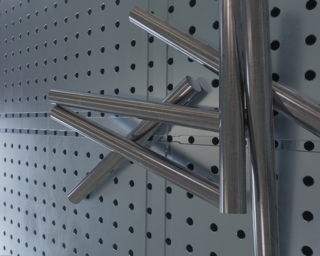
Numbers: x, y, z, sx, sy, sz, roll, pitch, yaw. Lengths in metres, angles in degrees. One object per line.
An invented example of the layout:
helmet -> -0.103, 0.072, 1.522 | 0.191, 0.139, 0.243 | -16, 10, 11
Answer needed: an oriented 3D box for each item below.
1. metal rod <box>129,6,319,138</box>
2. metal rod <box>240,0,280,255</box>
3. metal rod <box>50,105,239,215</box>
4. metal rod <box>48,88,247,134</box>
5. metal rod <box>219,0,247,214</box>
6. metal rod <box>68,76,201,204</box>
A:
metal rod -> 0.063, -0.078, 0.357 | 0.300, 0.025, 0.025 | 40, 115, 32
metal rod -> 0.099, 0.018, 0.303 | 0.025, 0.025, 0.298 | 0, 98, 40
metal rod -> -0.038, 0.030, 0.412 | 0.300, 0.025, 0.025 | 24, 106, 28
metal rod -> -0.034, -0.025, 0.398 | 0.300, 0.025, 0.025 | 10, 97, 31
metal rod -> 0.073, -0.068, 0.317 | 0.025, 0.025, 0.299 | -8, 75, 40
metal rod -> -0.053, 0.032, 0.454 | 0.299, 0.025, 0.025 | -43, 64, 31
